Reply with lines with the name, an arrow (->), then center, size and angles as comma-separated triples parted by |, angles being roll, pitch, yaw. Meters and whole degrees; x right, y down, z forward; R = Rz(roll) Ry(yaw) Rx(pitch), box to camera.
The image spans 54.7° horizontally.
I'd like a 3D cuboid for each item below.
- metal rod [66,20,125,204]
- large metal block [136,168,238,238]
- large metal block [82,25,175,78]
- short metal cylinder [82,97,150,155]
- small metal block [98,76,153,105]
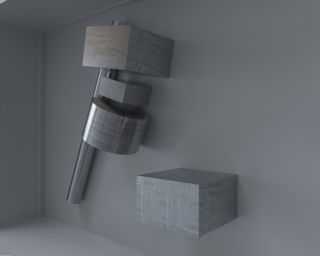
metal rod -> -0.101, -0.016, 0.487 | 0.025, 0.025, 0.298 | 28, 107, 36
large metal block -> 0.031, 0.077, 0.344 | 0.080, 0.081, 0.050 | 1, 91, 39
large metal block -> -0.040, -0.098, 0.402 | 0.080, 0.081, 0.050 | 13, 99, 39
short metal cylinder -> -0.059, -0.004, 0.418 | 0.080, 0.081, 0.050 | 30, 109, 35
small metal block -> -0.048, -0.051, 0.428 | 0.050, 0.050, 0.025 | 23, 104, 37
